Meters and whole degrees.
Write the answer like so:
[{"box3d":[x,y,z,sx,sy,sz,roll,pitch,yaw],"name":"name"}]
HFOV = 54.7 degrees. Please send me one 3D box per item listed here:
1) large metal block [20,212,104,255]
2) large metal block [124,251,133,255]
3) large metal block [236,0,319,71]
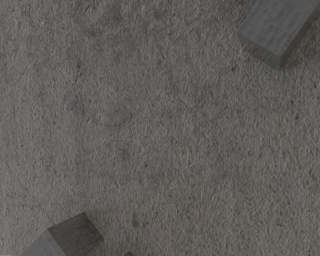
[{"box3d":[-0.139,0.171,0.429,0.080,0.080,0.050,-45,76,14],"name":"large metal block"},{"box3d":[-0.050,0.230,0.413,0.080,0.050,0.080,45,104,14],"name":"large metal block"},{"box3d":[0.131,-0.115,0.333,0.050,0.080,0.080,36,102,16],"name":"large metal block"}]
